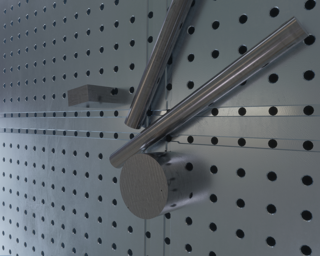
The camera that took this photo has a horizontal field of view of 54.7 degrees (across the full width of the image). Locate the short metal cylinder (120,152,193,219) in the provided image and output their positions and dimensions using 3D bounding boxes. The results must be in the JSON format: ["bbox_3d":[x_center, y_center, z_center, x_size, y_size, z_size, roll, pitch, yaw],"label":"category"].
[{"bbox_3d":[-0.006,0.071,0.398,0.080,0.050,0.079,0,90,40],"label":"short metal cylinder"}]

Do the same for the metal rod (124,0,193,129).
[{"bbox_3d":[0.017,-0.134,0.394,0.025,0.025,0.298,36,112,34],"label":"metal rod"}]

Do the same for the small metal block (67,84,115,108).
[{"bbox_3d":[-0.107,-0.048,0.481,0.050,0.050,0.025,-8,85,39],"label":"small metal block"}]

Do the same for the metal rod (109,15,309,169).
[{"bbox_3d":[0.035,-0.024,0.380,0.299,0.025,0.025,-36,68,34],"label":"metal rod"}]
